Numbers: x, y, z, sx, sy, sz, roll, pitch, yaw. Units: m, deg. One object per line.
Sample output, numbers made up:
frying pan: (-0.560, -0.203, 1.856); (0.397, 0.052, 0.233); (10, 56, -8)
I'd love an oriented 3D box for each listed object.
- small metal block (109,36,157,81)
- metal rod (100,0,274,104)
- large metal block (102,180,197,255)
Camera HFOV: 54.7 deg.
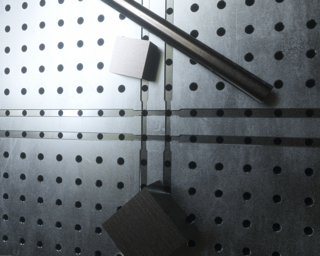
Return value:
small metal block: (-0.037, -0.095, 0.425); (0.050, 0.025, 0.050); (15, 95, 19)
metal rod: (0.011, -0.125, 0.407); (0.300, 0.025, 0.025); (37, 102, 16)
large metal block: (-0.013, 0.128, 0.403); (0.080, 0.050, 0.080); (-43, 77, 14)
